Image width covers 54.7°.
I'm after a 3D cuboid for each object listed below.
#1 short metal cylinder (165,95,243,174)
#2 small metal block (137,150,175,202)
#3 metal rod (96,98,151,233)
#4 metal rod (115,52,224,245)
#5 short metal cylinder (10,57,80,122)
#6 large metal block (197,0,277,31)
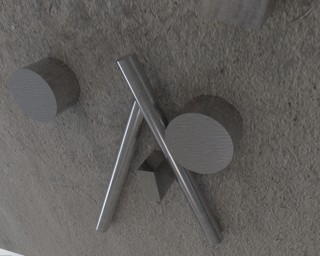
[{"bbox_3d":[0.053,0.007,0.367,0.080,0.050,0.079,13,124,20],"label":"short metal cylinder"},{"bbox_3d":[-0.004,0.066,0.434,0.025,0.050,0.050,3,120,27],"label":"small metal block"},{"bbox_3d":[-0.064,0.074,0.486,0.025,0.025,0.298,29,128,10],"label":"metal rod"},{"bbox_3d":[0.022,0.043,0.408,0.025,0.025,0.299,-11,117,33],"label":"metal rod"},{"bbox_3d":[-0.163,-0.055,0.443,0.080,0.050,0.079,13,124,21],"label":"short metal cylinder"},{"bbox_3d":[0.074,-0.133,0.250,0.050,0.080,0.079,20,126,16],"label":"large metal block"}]
